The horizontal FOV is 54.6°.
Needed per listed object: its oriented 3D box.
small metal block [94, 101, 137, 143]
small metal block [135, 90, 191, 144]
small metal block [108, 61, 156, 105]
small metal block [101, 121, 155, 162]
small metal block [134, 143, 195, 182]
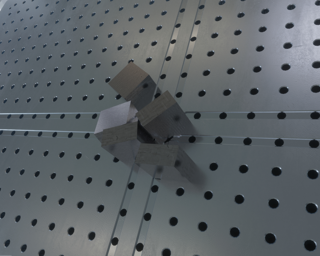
[{"bbox_3d":[-0.060,-0.007,0.437,0.050,0.025,0.050,-17,38,18],"label":"small metal block"},{"bbox_3d":[0.005,-0.013,0.398,0.050,0.050,0.025,-36,51,4],"label":"small metal block"},{"bbox_3d":[-0.043,-0.067,0.473,0.050,0.025,0.050,-45,51,-3],"label":"small metal block"},{"bbox_3d":[-0.040,0.019,0.403,0.050,0.050,0.025,-13,57,21],"label":"small metal block"},{"bbox_3d":[0.007,0.041,0.364,0.050,0.050,0.025,2,63,29],"label":"small metal block"}]
